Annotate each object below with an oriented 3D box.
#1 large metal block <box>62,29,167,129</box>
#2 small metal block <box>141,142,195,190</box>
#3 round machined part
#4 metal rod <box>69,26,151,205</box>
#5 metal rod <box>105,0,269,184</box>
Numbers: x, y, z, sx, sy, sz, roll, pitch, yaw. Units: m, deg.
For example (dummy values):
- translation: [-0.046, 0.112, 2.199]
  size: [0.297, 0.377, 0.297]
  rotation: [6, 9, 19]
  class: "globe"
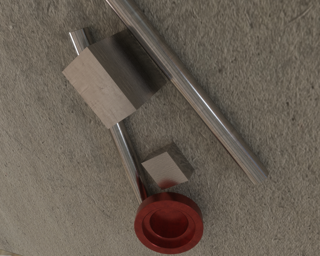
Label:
- translation: [-0.049, -0.059, 0.359]
  size: [0.050, 0.080, 0.080]
  rotation: [-30, 102, 37]
  class: "large metal block"
- translation: [0.011, 0.054, 0.433]
  size: [0.050, 0.025, 0.050]
  rotation: [-28, 103, 37]
  class: "small metal block"
- translation: [0.014, 0.134, 0.457]
  size: [0.099, 0.042, 0.097]
  rotation: [2, 114, 4]
  class: "round machined part"
- translation: [-0.058, 0.009, 0.440]
  size: [0.025, 0.025, 0.298]
  rotation: [-4, 117, 30]
  class: "metal rod"
- translation: [0.027, -0.054, 0.357]
  size: [0.025, 0.025, 0.300]
  rotation: [-34, 100, 38]
  class: "metal rod"
